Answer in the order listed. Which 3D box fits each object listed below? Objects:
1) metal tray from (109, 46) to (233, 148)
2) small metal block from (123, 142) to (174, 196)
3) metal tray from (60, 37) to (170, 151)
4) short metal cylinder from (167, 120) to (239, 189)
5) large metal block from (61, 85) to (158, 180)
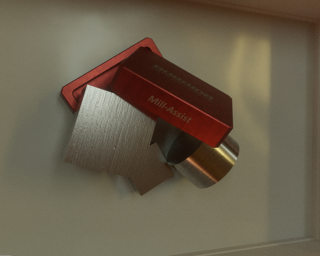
[{"bbox_3d":[0.019,-0.039,0.351,0.130,0.090,0.030,29,119,-4],"label":"metal tray"},{"bbox_3d":[-0.018,0.052,0.403,0.050,0.025,0.050,-31,100,-18],"label":"small metal block"},{"bbox_3d":[-0.045,-0.043,0.390,0.131,0.030,0.090,-36,102,-17],"label":"metal tray"},{"bbox_3d":[0.055,0.031,0.402,0.050,0.080,0.080,41,77,-16],"label":"short metal cylinder"},{"bbox_3d":[-0.056,0.006,0.342,0.081,0.050,0.080,17,84,-20],"label":"large metal block"}]
